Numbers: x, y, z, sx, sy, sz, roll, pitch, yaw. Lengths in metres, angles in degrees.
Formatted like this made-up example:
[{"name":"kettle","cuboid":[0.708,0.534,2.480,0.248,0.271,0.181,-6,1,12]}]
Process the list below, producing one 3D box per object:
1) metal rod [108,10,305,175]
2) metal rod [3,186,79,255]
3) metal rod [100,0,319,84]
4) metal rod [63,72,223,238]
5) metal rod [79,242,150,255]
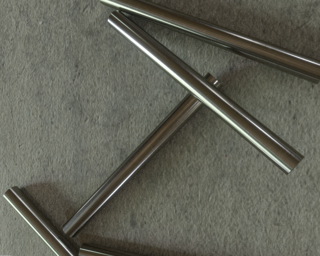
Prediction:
[{"name":"metal rod","cuboid":[0.037,-0.057,0.370,0.300,0.025,0.025,44,104,24]},{"name":"metal rod","cuboid":[-0.125,0.194,0.451,0.300,0.025,0.025,40,102,15]},{"name":"metal rod","cuboid":[0.052,-0.123,0.390,0.301,0.025,0.025,26,99,17]},{"name":"metal rod","cuboid":[-0.031,0.044,0.418,0.299,0.025,0.025,-46,76,13]},{"name":"metal rod","cuboid":[0.032,0.187,0.397,0.301,0.025,0.025,4,91,19]}]
